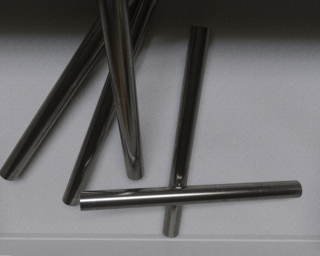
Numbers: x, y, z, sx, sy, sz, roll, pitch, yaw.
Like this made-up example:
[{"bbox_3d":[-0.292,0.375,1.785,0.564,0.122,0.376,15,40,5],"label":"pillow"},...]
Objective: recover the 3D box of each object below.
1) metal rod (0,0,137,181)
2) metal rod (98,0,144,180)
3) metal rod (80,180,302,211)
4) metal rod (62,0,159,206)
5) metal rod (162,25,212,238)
[{"bbox_3d":[-0.121,-0.044,0.385,0.025,0.025,0.299,35,109,-12],"label":"metal rod"},{"bbox_3d":[-0.037,-0.039,0.328,0.025,0.025,0.298,-1,137,0],"label":"metal rod"},{"bbox_3d":[0.048,0.090,0.420,0.302,0.025,0.025,-1,111,-10],"label":"metal rod"},{"bbox_3d":[-0.071,-0.024,0.401,0.025,0.025,0.298,22,109,-8],"label":"metal rod"},{"bbox_3d":[0.032,0.019,0.418,0.025,0.025,0.298,6,110,-2],"label":"metal rod"}]
